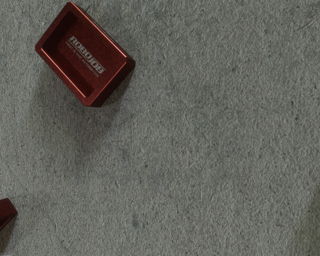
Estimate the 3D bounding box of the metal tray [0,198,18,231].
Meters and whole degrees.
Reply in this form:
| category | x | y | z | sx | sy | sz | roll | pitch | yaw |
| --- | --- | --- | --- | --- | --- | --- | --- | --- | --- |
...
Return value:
| category | x | y | z | sx | sy | sz | roll | pitch | yaw |
| --- | --- | --- | --- | --- | --- | --- | --- | --- | --- |
| metal tray | -0.297 | 0.168 | 0.479 | 0.130 | 0.090 | 0.030 | -44 | 76 | 15 |

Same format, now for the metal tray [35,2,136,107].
| category | x | y | z | sx | sy | sz | roll | pitch | yaw |
| --- | --- | --- | --- | --- | --- | --- | --- | --- | --- |
| metal tray | -0.109 | -0.104 | 0.444 | 0.130 | 0.030 | 0.090 | 46 | 104 | 14 |
